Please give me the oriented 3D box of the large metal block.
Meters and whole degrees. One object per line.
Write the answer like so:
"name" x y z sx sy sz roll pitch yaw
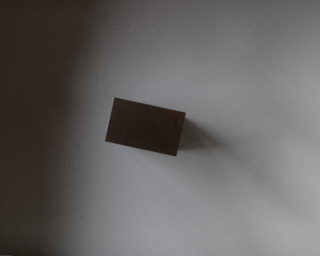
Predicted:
"large metal block" -0.016 -0.001 0.381 0.080 0.080 0.050 12 90 -1
